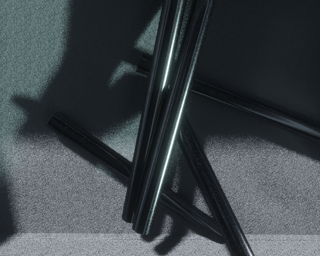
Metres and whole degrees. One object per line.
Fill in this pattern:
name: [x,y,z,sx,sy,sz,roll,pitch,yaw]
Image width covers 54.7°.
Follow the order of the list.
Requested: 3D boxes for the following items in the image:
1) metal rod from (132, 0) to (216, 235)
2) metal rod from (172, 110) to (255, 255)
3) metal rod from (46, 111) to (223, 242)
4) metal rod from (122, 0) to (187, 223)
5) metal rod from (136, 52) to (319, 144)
metal rod: [0.015,-0.013,0.368,0.025,0.025,0.298,14,100,-6]
metal rod: [0.070,0.090,0.380,0.025,0.025,0.299,-26,83,9]
metal rod: [-0.024,0.075,0.438,0.301,0.025,0.025,37,106,-13]
metal rod: [-0.011,-0.013,0.378,0.025,0.025,0.298,11,110,-4]
metal rod: [0.115,-0.029,0.402,0.302,0.025,0.025,20,109,-8]
